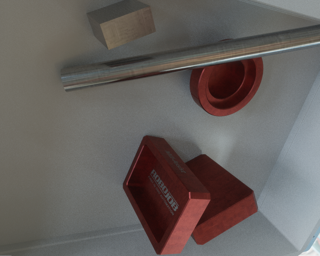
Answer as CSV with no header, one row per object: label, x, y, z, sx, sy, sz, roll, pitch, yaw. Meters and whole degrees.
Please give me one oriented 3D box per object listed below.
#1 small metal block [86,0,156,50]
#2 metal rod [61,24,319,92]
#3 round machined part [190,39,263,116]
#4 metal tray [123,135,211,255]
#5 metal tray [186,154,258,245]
small metal block,-0.039,-0.105,0.307,0.050,0.050,0.025,-25,128,-13
metal rod,0.047,-0.079,0.340,0.302,0.025,0.025,-11,125,-6
round machined part,0.081,-0.067,0.402,0.099,0.042,0.097,-14,125,-21
metal tray,0.001,0.079,0.391,0.030,0.130,0.089,12,112,-33
metal tray,0.058,0.090,0.428,0.091,0.130,0.030,-26,115,-12
